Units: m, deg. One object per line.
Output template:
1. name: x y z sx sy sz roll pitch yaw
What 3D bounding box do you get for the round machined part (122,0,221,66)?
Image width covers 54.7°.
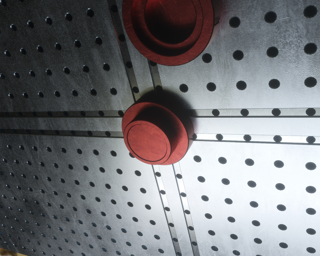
1. round machined part: 0.014 -0.117 0.319 0.098 0.042 0.097 13 124 20

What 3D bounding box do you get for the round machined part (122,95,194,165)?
1. round machined part: -0.008 0.010 0.409 0.098 0.042 0.097 13 124 20
